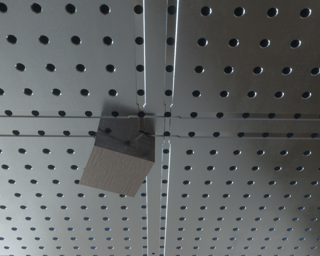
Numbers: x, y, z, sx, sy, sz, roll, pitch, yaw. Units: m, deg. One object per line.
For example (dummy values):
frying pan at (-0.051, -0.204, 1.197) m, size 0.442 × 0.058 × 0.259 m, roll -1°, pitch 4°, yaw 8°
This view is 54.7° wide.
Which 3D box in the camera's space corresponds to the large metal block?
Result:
large metal block at (-0.059, 0.045, 0.433) m, size 0.081 × 0.050 × 0.079 m, roll 17°, pitch 128°, yaw -15°
